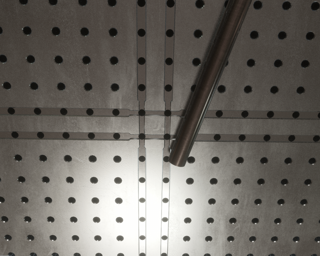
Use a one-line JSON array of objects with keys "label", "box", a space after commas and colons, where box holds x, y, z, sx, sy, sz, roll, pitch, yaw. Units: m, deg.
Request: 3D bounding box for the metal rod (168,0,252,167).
[{"label": "metal rod", "box": [0.071, -0.085, 0.383, 0.025, 0.025, 0.298, 17, 109, -7]}]
